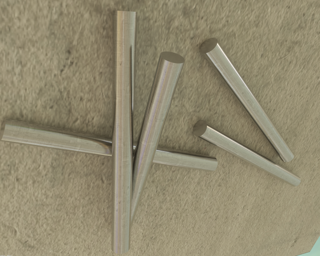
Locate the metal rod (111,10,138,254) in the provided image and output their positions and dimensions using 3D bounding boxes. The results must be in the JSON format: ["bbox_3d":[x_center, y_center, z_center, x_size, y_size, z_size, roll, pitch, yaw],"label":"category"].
[{"bbox_3d":[-0.044,0.021,0.366,0.025,0.025,0.298,-6,112,-26],"label":"metal rod"}]

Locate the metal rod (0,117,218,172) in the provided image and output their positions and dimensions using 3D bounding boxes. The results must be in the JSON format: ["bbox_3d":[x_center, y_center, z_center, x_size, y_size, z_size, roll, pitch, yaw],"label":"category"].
[{"bbox_3d":[-0.040,0.029,0.404,0.302,0.025,0.025,13,112,-34],"label":"metal rod"}]

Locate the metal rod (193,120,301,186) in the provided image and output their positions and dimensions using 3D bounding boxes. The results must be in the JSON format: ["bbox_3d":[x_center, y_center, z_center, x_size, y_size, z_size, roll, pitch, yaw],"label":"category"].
[{"bbox_3d":[0.164,0.053,0.531,0.301,0.025,0.025,26,104,-38],"label":"metal rod"}]

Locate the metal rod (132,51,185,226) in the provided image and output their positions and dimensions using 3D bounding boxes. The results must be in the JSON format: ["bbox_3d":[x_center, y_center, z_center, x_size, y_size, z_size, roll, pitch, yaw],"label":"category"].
[{"bbox_3d":[-0.024,0.046,0.390,0.025,0.025,0.298,-4,131,-27],"label":"metal rod"}]

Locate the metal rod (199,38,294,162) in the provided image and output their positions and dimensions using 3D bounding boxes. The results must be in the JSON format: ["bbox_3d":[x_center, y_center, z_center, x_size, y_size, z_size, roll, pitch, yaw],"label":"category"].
[{"bbox_3d":[0.146,-0.025,0.473,0.025,0.025,0.300,-46,130,4],"label":"metal rod"}]
